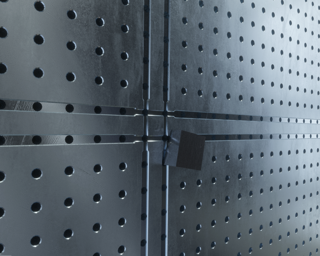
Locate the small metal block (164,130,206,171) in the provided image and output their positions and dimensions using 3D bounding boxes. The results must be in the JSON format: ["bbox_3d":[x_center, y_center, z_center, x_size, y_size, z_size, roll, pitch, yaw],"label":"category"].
[{"bbox_3d":[0.036,0.032,0.442,0.050,0.025,0.050,15,81,-39],"label":"small metal block"}]
